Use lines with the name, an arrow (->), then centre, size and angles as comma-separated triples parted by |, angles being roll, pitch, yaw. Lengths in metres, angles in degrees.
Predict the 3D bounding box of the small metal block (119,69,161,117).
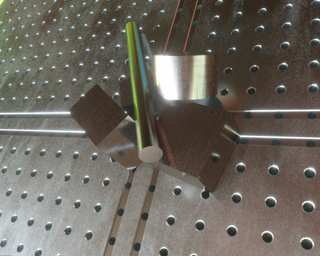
small metal block -> -0.030, -0.051, 0.454 | 0.050, 0.025, 0.050 | -22, 54, 14

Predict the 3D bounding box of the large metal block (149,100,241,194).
large metal block -> 0.036, 0.018, 0.361 | 0.080, 0.050, 0.080 | 19, 72, 35

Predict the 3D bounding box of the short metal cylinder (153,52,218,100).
short metal cylinder -> 0.032, -0.068, 0.388 | 0.080, 0.081, 0.050 | 9, 110, 32

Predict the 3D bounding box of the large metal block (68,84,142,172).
large metal block -> -0.060, 0.000, 0.402 | 0.050, 0.080, 0.080 | -45, 51, -3

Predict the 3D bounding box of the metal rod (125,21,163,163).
metal rod -> -0.029, -0.073, 0.428 | 0.025, 0.025, 0.300 | -25, 41, 13
